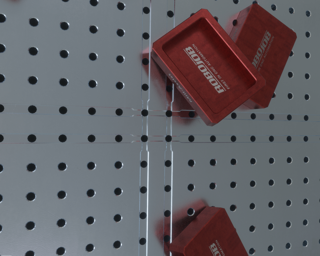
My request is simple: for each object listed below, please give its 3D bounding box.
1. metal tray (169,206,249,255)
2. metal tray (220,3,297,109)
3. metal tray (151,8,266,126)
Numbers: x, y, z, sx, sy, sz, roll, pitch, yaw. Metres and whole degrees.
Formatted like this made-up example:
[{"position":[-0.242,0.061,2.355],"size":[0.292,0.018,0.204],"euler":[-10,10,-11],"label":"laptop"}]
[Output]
[{"position":[0.078,0.186,0.424],"size":[0.091,0.030,0.130],"euler":[-34,102,-35],"label":"metal tray"},{"position":[0.140,-0.104,0.461],"size":[0.090,0.030,0.130],"euler":[28,81,-18],"label":"metal tray"},{"position":[0.062,-0.079,0.407],"size":[0.090,0.030,0.130],"euler":[-38,87,-8],"label":"metal tray"}]
